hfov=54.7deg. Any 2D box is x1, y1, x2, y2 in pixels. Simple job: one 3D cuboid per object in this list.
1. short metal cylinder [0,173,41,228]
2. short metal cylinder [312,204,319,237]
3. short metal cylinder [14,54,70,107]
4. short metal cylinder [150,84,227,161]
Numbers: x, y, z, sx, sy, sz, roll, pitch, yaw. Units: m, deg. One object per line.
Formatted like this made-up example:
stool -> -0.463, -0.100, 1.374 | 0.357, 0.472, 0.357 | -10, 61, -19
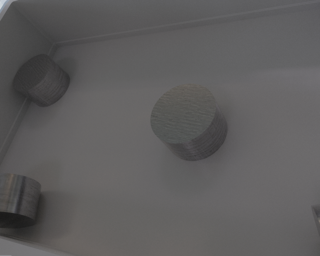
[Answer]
short metal cylinder -> -0.207, 0.100, 0.418 | 0.080, 0.080, 0.050 | -15, 56, 20
short metal cylinder -> 0.154, 0.093, 0.232 | 0.050, 0.080, 0.080 | -17, 55, 18
short metal cylinder -> -0.210, -0.084, 0.552 | 0.080, 0.050, 0.080 | -13, 56, 21
short metal cylinder -> 0.036, -0.007, 0.375 | 0.080, 0.050, 0.080 | -13, 56, 21
